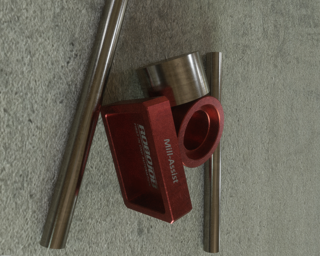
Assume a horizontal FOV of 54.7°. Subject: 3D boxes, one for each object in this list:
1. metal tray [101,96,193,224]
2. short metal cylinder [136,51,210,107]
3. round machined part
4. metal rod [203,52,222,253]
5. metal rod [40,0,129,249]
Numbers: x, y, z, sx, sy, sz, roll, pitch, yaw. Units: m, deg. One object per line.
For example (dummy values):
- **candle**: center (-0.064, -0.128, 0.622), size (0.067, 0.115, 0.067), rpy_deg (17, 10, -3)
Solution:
- **metal tray**: center (-0.017, 0.033, 0.347), size (0.030, 0.090, 0.129), rpy_deg (-21, 104, -38)
- **short metal cylinder**: center (0.016, -0.060, 0.382), size (0.081, 0.080, 0.050), rpy_deg (-28, 107, -37)
- **round machined part**: center (0.041, 0.000, 0.416), size (0.099, 0.042, 0.097), rpy_deg (-21, 120, -41)
- **metal rod**: center (0.080, 0.036, 0.471), size (0.025, 0.025, 0.298), rpy_deg (1, 89, -40)
- **metal rod**: center (-0.077, -0.025, 0.339), size (0.025, 0.025, 0.299), rpy_deg (20, 77, -38)
